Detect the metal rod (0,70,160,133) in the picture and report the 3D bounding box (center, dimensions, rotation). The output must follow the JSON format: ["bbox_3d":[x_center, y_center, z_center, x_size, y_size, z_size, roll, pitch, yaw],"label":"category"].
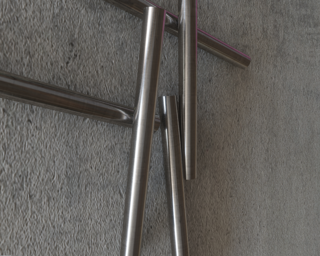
[{"bbox_3d":[-0.121,-0.034,0.302,0.302,0.025,0.025,14,81,-39],"label":"metal rod"}]

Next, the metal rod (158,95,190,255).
[{"bbox_3d":[0.023,0.106,0.423,0.025,0.025,0.298,-9,96,-40],"label":"metal rod"}]

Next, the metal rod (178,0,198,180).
[{"bbox_3d":[0.037,-0.078,0.411,0.025,0.025,0.298,-10,104,-40],"label":"metal rod"}]

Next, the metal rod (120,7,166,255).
[{"bbox_3d":[-0.021,0.017,0.358,0.025,0.025,0.298,1,98,-40],"label":"metal rod"}]

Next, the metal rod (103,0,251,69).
[{"bbox_3d":[0.028,-0.138,0.427,0.302,0.025,0.025,13,82,-39],"label":"metal rod"}]
